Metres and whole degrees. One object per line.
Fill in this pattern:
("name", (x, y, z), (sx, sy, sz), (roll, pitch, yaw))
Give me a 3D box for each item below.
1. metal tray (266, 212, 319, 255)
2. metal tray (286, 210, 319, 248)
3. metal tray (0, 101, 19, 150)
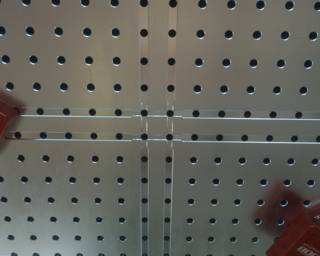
("metal tray", (0.234, 0.189, 0.449), (0.130, 0.030, 0.090), (29, 107, -11))
("metal tray", (0.273, 0.162, 0.471), (0.130, 0.030, 0.090), (-27, 108, 9))
("metal tray", (-0.267, -0.015, 0.403), (0.130, 0.030, 0.090), (31, 107, -11))
